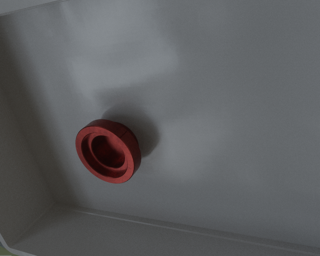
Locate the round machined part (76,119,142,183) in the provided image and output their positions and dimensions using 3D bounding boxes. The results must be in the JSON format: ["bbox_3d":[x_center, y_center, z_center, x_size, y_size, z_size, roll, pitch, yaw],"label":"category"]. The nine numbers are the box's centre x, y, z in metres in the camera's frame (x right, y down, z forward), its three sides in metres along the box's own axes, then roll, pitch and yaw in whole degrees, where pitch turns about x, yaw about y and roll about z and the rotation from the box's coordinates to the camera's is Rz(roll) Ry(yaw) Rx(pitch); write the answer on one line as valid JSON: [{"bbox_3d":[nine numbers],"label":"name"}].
[{"bbox_3d":[-0.070,0.030,0.454,0.098,0.042,0.097,13,124,21],"label":"round machined part"}]
